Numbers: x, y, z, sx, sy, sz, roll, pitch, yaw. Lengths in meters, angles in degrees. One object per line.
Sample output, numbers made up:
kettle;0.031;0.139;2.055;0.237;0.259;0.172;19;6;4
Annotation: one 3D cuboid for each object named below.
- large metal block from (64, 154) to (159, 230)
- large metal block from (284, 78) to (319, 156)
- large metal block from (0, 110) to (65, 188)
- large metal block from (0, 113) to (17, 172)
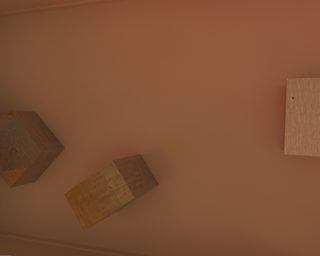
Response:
large metal block;-0.059;0.080;0.402;0.080;0.080;0.050;-35;79;16
large metal block;0.178;-0.011;0.334;0.080;0.050;0.080;2;91;20
large metal block;-0.208;0.030;0.471;0.080;0.050;0.080;-46;76;14
large metal block;-0.256;0.017;0.434;0.080;0.050;0.079;6;92;20
